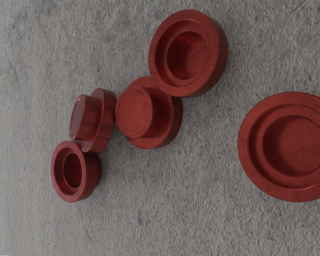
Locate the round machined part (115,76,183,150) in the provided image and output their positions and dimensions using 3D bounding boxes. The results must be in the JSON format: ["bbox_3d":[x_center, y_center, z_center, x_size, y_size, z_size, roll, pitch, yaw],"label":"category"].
[{"bbox_3d":[-0.021,-0.020,0.412,0.098,0.042,0.097,0,90,40],"label":"round machined part"}]

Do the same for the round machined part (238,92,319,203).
[{"bbox_3d":[0.127,0.017,0.289,0.098,0.042,0.097,0,90,40],"label":"round machined part"}]

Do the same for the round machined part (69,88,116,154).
[{"bbox_3d":[-0.103,-0.012,0.456,0.098,0.042,0.098,-33,50,51],"label":"round machined part"}]

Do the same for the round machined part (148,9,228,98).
[{"bbox_3d":[0.036,-0.084,0.364,0.098,0.042,0.097,0,90,40],"label":"round machined part"}]

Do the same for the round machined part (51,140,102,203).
[{"bbox_3d":[-0.132,0.068,0.504,0.098,0.042,0.097,0,90,40],"label":"round machined part"}]
